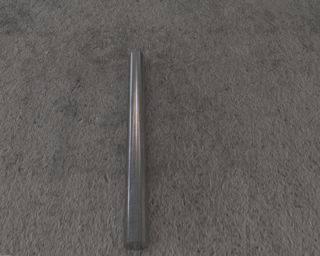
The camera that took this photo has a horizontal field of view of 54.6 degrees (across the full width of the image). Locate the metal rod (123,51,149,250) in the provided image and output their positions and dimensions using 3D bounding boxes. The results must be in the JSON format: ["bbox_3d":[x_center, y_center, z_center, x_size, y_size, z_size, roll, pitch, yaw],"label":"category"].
[{"bbox_3d":[-0.030,0.001,0.401,0.025,0.025,0.300,-2,50,-2],"label":"metal rod"}]
